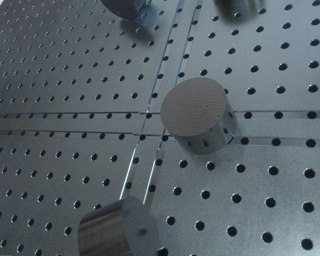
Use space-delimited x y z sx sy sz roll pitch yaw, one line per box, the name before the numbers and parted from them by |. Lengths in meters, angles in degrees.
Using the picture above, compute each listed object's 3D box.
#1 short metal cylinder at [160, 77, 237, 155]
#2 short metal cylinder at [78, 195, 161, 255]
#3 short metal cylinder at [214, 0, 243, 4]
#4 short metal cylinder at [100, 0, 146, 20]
short metal cylinder | 0.047 -0.014 0.375 0.080 0.050 0.080 -13 57 20
short metal cylinder | -0.040 0.117 0.321 0.050 0.080 0.080 -25 53 12
short metal cylinder | 0.111 -0.241 0.481 0.080 0.050 0.080 -13 56 21
short metal cylinder | -0.065 -0.243 0.554 0.080 0.080 0.050 19 72 35
